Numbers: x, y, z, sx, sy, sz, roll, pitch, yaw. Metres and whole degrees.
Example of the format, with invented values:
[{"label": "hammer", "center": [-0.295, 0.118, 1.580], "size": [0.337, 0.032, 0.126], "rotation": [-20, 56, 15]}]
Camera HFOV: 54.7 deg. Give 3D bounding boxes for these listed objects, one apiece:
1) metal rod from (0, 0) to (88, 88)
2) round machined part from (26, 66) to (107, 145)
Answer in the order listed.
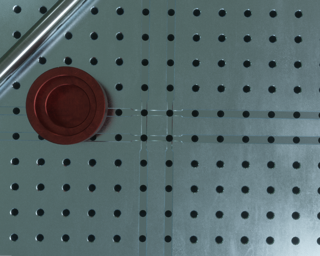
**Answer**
[{"label": "metal rod", "center": [-0.170, -0.115, 0.411], "size": [0.025, 0.025, 0.300], "rotation": [45, 90, 0]}, {"label": "round machined part", "center": [-0.117, -0.028, 0.404], "size": [0.099, 0.042, 0.097], "rotation": [0, 90, 0]}]
